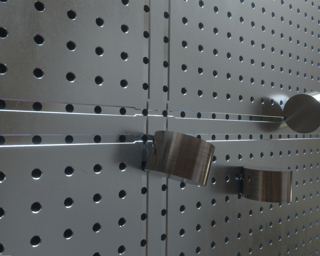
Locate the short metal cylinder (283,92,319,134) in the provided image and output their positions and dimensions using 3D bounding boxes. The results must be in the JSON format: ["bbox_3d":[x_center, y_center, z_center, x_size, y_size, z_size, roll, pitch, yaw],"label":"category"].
[{"bbox_3d":[0.302,-0.032,0.630,0.050,0.080,0.079,-14,99,-40],"label":"short metal cylinder"}]

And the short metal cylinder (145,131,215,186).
[{"bbox_3d":[0.025,0.040,0.397,0.080,0.080,0.050,25,74,-38],"label":"short metal cylinder"}]

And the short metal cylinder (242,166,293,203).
[{"bbox_3d":[0.183,0.095,0.531,0.081,0.080,0.050,4,88,-40],"label":"short metal cylinder"}]
